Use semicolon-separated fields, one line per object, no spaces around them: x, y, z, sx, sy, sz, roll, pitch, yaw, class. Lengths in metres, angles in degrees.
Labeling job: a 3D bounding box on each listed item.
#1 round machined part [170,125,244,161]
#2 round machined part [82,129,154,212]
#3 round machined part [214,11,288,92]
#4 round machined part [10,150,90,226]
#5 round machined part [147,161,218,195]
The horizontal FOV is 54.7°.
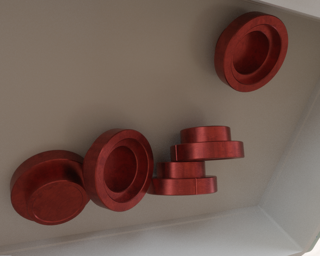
0.063;0.022;0.422;0.099;0.098;0.042;1;81;-29;round machined part
-0.055;0.049;0.379;0.099;0.042;0.097;-6;98;-52;round machined part
0.111;-0.099;0.397;0.099;0.042;0.097;-14;124;-21;round machined part
-0.127;0.079;0.377;0.099;0.042;0.097;-14;124;-21;round machined part
0.029;0.068;0.431;0.099;0.098;0.042;2;82;-30;round machined part
